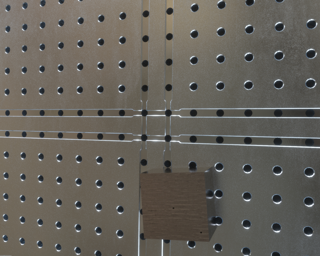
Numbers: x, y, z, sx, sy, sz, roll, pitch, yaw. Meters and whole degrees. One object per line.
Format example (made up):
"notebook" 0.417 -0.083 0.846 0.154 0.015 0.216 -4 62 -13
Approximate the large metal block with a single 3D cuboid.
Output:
"large metal block" 0.024 0.093 0.390 0.080 0.050 0.080 -4 89 19
